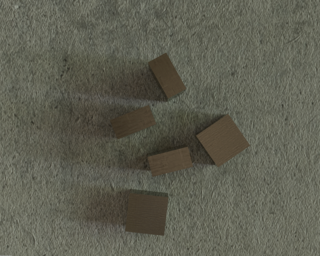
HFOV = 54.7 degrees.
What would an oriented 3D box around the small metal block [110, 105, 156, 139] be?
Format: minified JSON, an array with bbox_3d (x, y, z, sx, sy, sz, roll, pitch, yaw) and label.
[{"bbox_3d":[-0.032,-0.007,0.397,0.050,0.050,0.025,-22,90,0],"label":"small metal block"}]

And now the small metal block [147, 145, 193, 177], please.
[{"bbox_3d":[0.012,0.041,0.397,0.050,0.050,0.025,-14,90,0],"label":"small metal block"}]

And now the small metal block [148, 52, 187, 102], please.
[{"bbox_3d":[0.009,-0.063,0.397,0.025,0.050,0.050,-29,90,0],"label":"small metal block"}]

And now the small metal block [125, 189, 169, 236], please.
[{"bbox_3d":[-0.017,0.111,0.410,0.050,0.025,0.050,7,90,0],"label":"small metal block"}]

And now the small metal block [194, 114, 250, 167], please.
[{"bbox_3d":[0.081,0.016,0.410,0.050,0.025,0.050,-35,90,0],"label":"small metal block"}]
